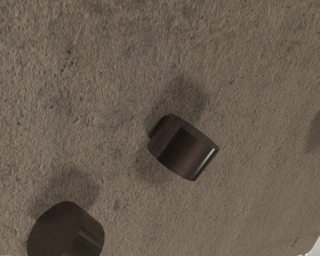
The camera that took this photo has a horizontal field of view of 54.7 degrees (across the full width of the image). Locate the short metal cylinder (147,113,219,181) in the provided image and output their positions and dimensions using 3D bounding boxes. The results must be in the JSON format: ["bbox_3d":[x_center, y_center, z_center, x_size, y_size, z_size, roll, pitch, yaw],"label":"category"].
[{"bbox_3d":[0.030,0.024,0.404,0.080,0.080,0.050,27,103,-38],"label":"short metal cylinder"}]

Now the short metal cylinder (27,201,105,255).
[{"bbox_3d":[-0.119,0.142,0.395,0.080,0.080,0.050,-37,130,-4],"label":"short metal cylinder"}]
